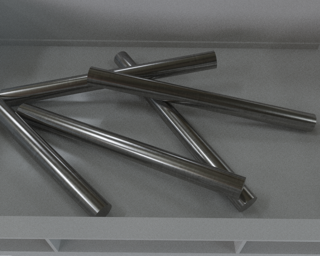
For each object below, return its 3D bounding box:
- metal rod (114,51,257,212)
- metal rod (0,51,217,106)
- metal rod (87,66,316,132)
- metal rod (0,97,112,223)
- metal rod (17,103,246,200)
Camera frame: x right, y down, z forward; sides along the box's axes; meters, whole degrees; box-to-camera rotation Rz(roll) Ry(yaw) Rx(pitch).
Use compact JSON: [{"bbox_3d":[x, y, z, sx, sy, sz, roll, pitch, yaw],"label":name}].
[{"bbox_3d":[0.017,-0.015,0.417,0.025,0.025,0.300,-25,55,-20],"label":"metal rod"},{"bbox_3d":[-0.071,-0.069,0.437,0.302,0.025,0.025,-10,51,1],"label":"metal rod"},{"bbox_3d":[0.055,-0.038,0.412,0.302,0.025,0.025,12,51,-1],"label":"metal rod"},{"bbox_3d":[-0.171,0.007,0.387,0.300,0.025,0.025,37,59,23],"label":"metal rod"},{"bbox_3d":[-0.050,0.021,0.371,0.301,0.025,0.025,17,52,20],"label":"metal rod"}]
